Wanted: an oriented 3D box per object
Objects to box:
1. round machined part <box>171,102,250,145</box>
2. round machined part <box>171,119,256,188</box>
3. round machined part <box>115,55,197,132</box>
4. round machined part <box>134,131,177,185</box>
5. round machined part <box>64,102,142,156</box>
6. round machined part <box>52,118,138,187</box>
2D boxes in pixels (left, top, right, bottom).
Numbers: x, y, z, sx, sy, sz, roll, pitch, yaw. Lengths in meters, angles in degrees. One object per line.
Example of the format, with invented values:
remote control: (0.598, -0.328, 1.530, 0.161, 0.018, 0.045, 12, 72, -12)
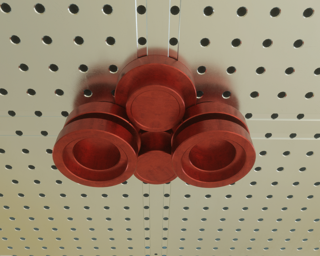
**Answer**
round machined part: (0.063, 0.005, 0.404, 0.099, 0.042, 0.097, 0, 130, 0)
round machined part: (0.063, 0.027, 0.381, 0.099, 0.042, 0.097, 0, 130, 0)
round machined part: (-0.005, -0.033, 0.371, 0.099, 0.042, 0.097, 0, 130, 0)
round machined part: (-0.005, 0.042, 0.435, 0.099, 0.042, 0.097, 0, 130, 0)
round machined part: (-0.073, 0.005, 0.403, 0.099, 0.042, 0.097, 0, 130, 0)
round machined part: (-0.076, 0.025, 0.378, 0.099, 0.042, 0.097, 0, 130, 0)
